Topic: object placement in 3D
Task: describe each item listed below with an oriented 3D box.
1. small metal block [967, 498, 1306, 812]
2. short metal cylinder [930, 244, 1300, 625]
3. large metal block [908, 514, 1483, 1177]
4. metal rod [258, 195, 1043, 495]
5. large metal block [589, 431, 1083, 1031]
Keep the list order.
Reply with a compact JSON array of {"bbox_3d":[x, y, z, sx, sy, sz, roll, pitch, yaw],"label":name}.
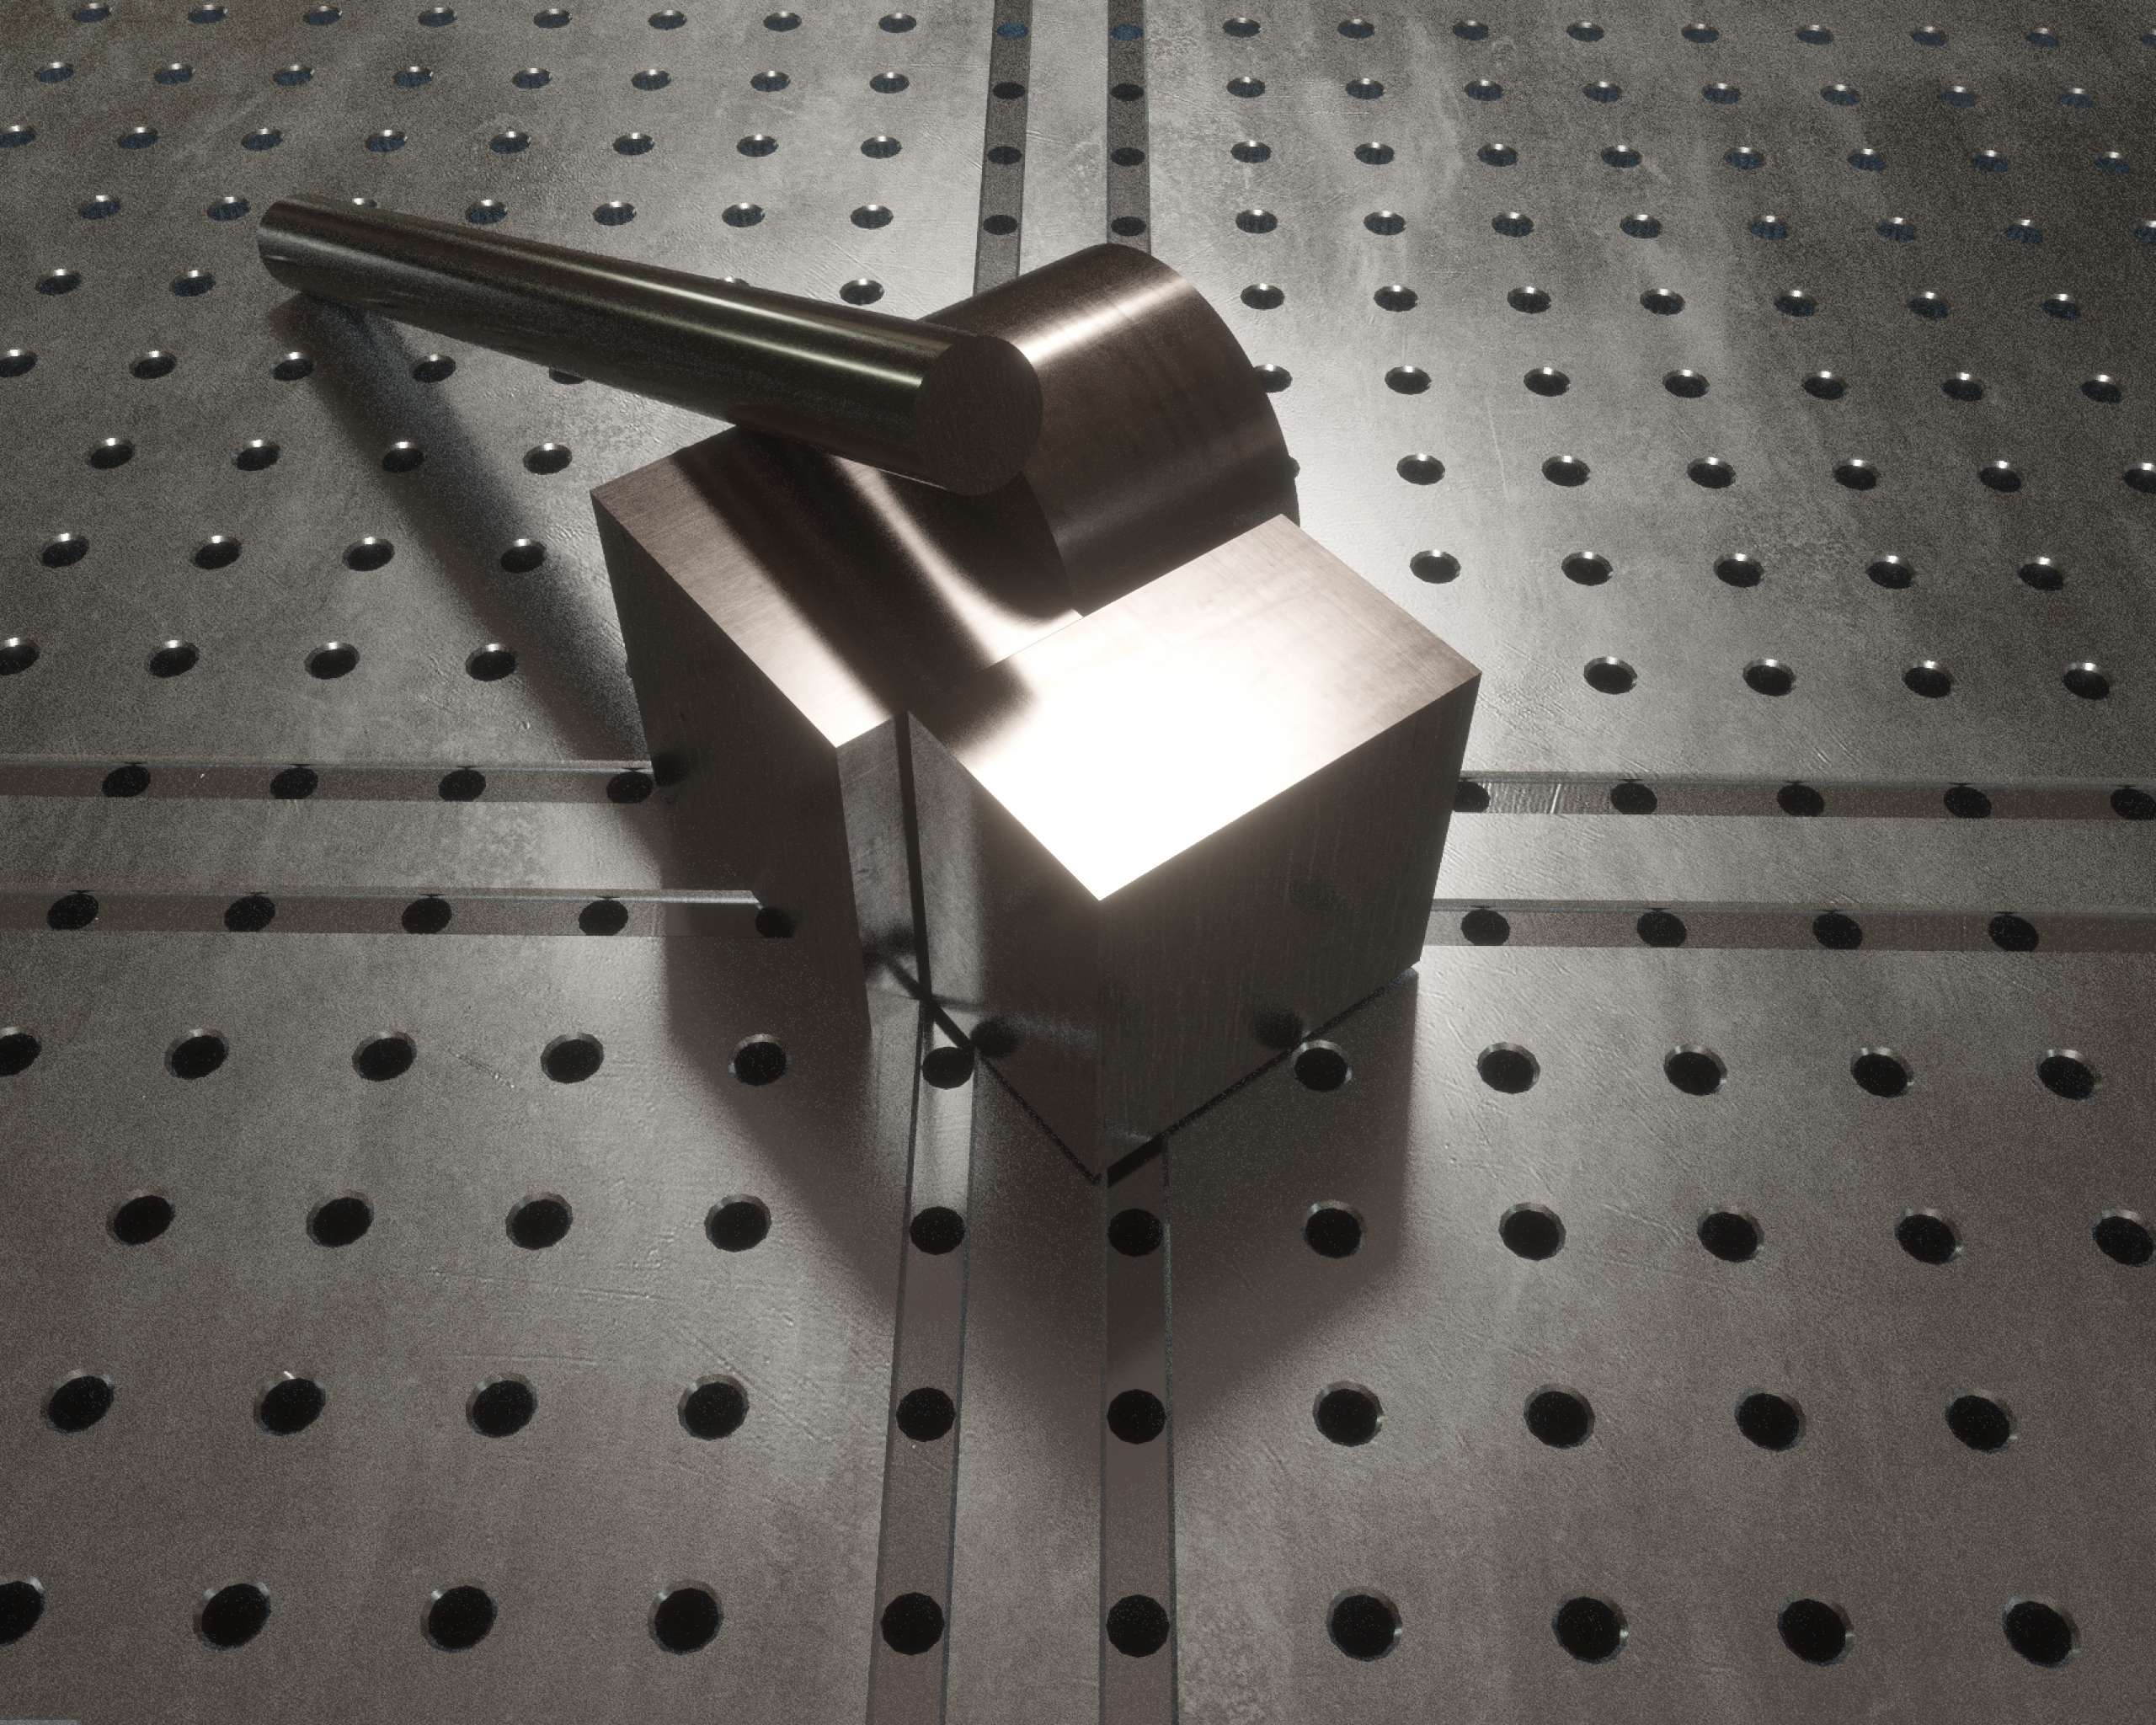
[{"bbox_3d":[0.012,-0.045,0.446,0.050,0.025,0.050,-34,58,-26],"label":"small metal block"},{"bbox_3d":[-0.003,-0.071,0.398,0.050,0.080,0.080,-30,56,-23],"label":"short metal cylinder"},{"bbox_3d":[0.020,-0.003,0.372,0.081,0.080,0.050,-31,57,-23],"label":"large metal block"},{"bbox_3d":[-0.108,-0.116,0.436,0.025,0.025,0.300,-34,37,-25],"label":"metal rod"},{"bbox_3d":[-0.044,-0.029,0.397,0.050,0.080,0.080,-31,57,-23],"label":"large metal block"}]
